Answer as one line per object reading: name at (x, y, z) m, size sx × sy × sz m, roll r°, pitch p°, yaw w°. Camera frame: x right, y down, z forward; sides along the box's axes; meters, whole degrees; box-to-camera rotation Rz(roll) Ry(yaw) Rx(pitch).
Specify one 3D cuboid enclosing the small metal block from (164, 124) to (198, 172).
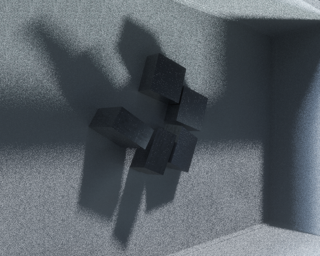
small metal block at (0.023, 0.028, 0.418) m, size 0.050 × 0.025 × 0.050 m, roll 36°, pitch 67°, yaw -52°

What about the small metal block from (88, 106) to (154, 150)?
small metal block at (-0.044, 0.000, 0.353) m, size 0.050 × 0.050 × 0.025 m, roll 37°, pitch 67°, yaw -34°

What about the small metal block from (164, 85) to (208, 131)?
small metal block at (0.038, -0.026, 0.438) m, size 0.050 × 0.025 × 0.050 m, roll 22°, pitch 76°, yaw -38°

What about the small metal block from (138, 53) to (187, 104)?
small metal block at (0.004, -0.064, 0.409) m, size 0.050 × 0.025 × 0.050 m, roll 21°, pitch 77°, yaw -38°

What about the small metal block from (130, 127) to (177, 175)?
small metal block at (-0.009, 0.029, 0.379) m, size 0.025 × 0.050 × 0.050 m, roll 25°, pitch 74°, yaw -20°
